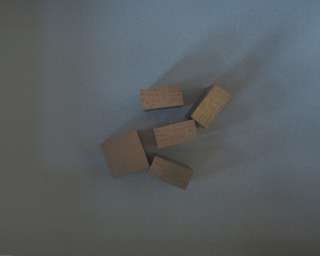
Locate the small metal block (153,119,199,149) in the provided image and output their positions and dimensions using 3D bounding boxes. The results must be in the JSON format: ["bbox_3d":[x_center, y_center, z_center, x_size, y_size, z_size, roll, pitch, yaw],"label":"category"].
[{"bbox_3d":[0.020,0.007,0.399,0.050,0.050,0.025,-13,90,0],"label":"small metal block"}]

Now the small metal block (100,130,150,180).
[{"bbox_3d":[-0.045,0.035,0.411,0.050,0.025,0.050,-20,90,0],"label":"small metal block"}]

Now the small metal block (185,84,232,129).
[{"bbox_3d":[0.060,-0.027,0.398,0.025,0.050,0.050,37,90,-4],"label":"small metal block"}]

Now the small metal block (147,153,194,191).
[{"bbox_3d":[0.013,0.054,0.399,0.050,0.050,0.025,22,90,0],"label":"small metal block"}]

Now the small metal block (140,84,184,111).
[{"bbox_3d":[0.002,-0.037,0.399,0.050,0.050,0.025,-7,90,0],"label":"small metal block"}]
